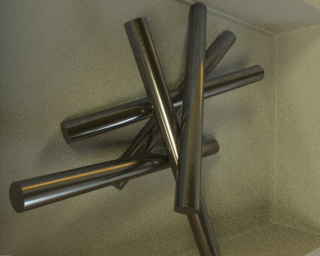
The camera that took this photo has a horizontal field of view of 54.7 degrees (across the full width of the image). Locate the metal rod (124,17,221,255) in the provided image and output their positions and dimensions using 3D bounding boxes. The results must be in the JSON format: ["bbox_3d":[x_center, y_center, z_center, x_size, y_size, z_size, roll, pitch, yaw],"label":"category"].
[{"bbox_3d":[0.018,0.023,0.363,0.025,0.025,0.298,-26,102,-37],"label":"metal rod"}]

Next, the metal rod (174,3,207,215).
[{"bbox_3d":[0.041,-0.047,0.377,0.025,0.025,0.300,33,50,-35],"label":"metal rod"}]

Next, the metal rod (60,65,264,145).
[{"bbox_3d":[0.025,-0.039,0.397,0.302,0.025,0.025,-20,103,-29],"label":"metal rod"}]

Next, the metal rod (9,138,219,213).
[{"bbox_3d":[-0.016,0.041,0.358,0.302,0.025,0.025,-8,95,-50],"label":"metal rod"}]

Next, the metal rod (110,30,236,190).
[{"bbox_3d":[0.028,-0.041,0.429,0.301,0.025,0.025,-52,121,-27],"label":"metal rod"}]
